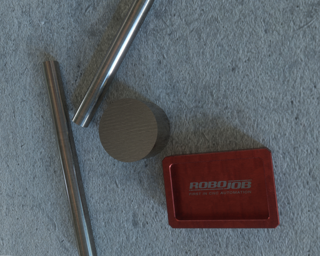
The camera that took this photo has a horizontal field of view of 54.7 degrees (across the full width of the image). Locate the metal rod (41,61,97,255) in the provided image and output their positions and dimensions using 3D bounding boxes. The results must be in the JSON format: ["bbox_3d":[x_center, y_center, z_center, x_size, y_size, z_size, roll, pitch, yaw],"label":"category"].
[{"bbox_3d":[-0.134,0.048,0.456,0.025,0.025,0.298,-14,85,19],"label":"metal rod"}]

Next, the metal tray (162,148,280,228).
[{"bbox_3d":[0.073,0.074,0.380,0.130,0.030,0.089,-7,88,19],"label":"metal tray"}]

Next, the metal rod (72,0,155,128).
[{"bbox_3d":[-0.043,-0.135,0.423,0.025,0.025,0.299,33,100,17],"label":"metal rod"}]

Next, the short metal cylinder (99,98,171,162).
[{"bbox_3d":[-0.032,0.003,0.407,0.080,0.050,0.080,0,90,20],"label":"short metal cylinder"}]
